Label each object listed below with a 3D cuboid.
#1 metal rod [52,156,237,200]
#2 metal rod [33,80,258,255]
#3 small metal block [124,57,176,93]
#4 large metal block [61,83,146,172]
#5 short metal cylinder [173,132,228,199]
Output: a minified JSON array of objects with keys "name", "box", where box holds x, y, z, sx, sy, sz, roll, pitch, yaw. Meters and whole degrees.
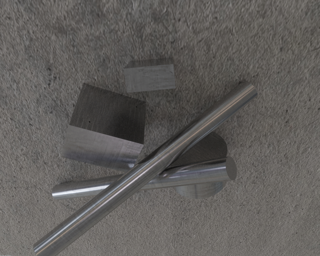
[{"name":"metal rod","box":[-0.044,0.072,0.407,0.300,0.025,0.025,-15,132,36]},{"name":"metal rod","box":[-0.010,0.044,0.353,0.301,0.025,0.025,-38,126,-7]},{"name":"small metal block","box":[-0.009,-0.059,0.337,0.050,0.050,0.025,-5,110,4]},{"name":"large metal block","box":[-0.064,-0.001,0.370,0.081,0.080,0.050,16,128,-13]},{"name":"short metal cylinder","box":[0.049,0.046,0.411,0.080,0.080,0.050,-6,130,5]}]
